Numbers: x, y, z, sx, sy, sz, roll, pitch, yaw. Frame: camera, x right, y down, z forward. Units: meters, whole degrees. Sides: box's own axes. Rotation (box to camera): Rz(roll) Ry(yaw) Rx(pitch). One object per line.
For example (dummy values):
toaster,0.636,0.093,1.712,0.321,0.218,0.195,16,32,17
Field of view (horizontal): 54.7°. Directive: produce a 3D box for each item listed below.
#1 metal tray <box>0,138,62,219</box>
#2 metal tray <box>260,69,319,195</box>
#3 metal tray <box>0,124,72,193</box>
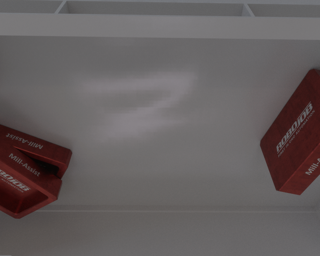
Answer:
metal tray,-0.213,0.068,0.421,0.090,0.030,0.130,-29,125,22
metal tray,0.175,0.007,0.373,0.030,0.090,0.129,13,129,-11
metal tray,-0.205,0.048,0.444,0.131,0.030,0.089,23,126,-19
